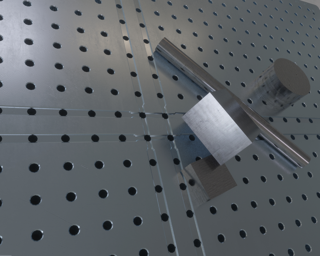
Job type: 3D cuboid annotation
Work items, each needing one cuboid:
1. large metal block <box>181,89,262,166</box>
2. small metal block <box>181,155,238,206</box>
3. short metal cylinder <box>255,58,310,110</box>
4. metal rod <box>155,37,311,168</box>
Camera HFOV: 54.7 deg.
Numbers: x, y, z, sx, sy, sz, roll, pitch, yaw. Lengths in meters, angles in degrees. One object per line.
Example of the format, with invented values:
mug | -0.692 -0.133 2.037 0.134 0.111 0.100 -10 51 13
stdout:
large metal block | 0.087 -0.005 0.423 0.080 0.050 0.080 52 26 8
small metal block | 0.064 0.065 0.403 0.050 0.025 0.050 -17 71 -35
short metal cylinder | 0.221 -0.079 0.559 0.081 0.050 0.080 14 56 -21
metal rod | 0.117 -0.039 0.495 0.300 0.025 0.025 39 51 -2
